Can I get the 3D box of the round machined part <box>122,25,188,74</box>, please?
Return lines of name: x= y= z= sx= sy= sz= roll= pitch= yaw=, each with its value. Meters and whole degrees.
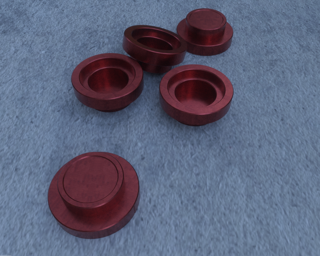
round machined part: x=-0.010 y=-0.120 z=0.482 sx=0.099 sy=0.042 sz=0.098 roll=10 pitch=38 yaw=-8

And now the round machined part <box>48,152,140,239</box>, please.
round machined part: x=-0.072 y=0.065 z=0.337 sx=0.099 sy=0.042 sz=0.098 roll=0 pitch=50 yaw=0

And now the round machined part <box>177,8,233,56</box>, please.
round machined part: x=0.078 y=-0.172 z=0.538 sx=0.099 sy=0.042 sz=0.098 roll=0 pitch=50 yaw=0

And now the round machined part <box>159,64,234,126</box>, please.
round machined part: x=0.048 y=-0.041 z=0.427 sx=0.099 sy=0.042 sz=0.098 roll=0 pitch=50 yaw=0

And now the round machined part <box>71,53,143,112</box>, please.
round machined part: x=-0.072 y=-0.061 z=0.442 sx=0.099 sy=0.042 sz=0.098 roll=0 pitch=50 yaw=0
